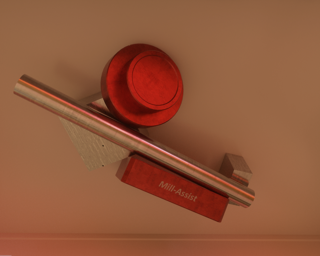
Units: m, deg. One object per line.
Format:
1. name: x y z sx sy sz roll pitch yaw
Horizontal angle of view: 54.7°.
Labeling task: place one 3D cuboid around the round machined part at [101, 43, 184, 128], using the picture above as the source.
1. round machined part: -0.014 -0.050 0.354 0.099 0.042 0.097 4 82 -28

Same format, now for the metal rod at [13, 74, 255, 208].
1. metal rod: -0.020 0.021 0.362 0.301 0.025 0.025 27 108 -10

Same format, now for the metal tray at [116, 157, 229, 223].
1. metal tray: 0.011 0.076 0.400 0.131 0.090 0.030 25 81 -10

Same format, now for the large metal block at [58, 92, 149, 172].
1. large metal block: -0.067 -0.002 0.394 0.080 0.050 0.080 -21 109 7

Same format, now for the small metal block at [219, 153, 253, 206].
1. small metal block: 0.099 0.069 0.423 0.025 0.050 0.050 14 110 -5
